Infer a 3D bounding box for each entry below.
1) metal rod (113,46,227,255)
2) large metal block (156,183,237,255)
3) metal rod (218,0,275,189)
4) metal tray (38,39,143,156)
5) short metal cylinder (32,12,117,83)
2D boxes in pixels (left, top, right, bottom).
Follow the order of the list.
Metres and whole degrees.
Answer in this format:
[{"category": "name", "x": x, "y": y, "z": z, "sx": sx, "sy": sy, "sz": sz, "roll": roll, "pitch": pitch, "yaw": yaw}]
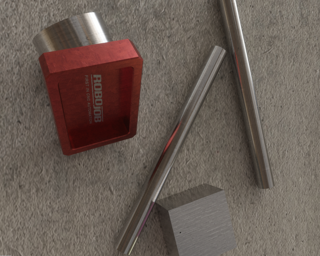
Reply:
[{"category": "metal rod", "x": 0.018, "y": 0.022, "z": 0.416, "sx": 0.025, "sy": 0.025, "sz": 0.299, "roll": 30, "pitch": 80, "yaw": -18}, {"category": "large metal block", "x": 0.047, "y": 0.128, "z": 0.415, "sx": 0.081, "sy": 0.050, "sz": 0.080, "roll": -15, "pitch": 96, "yaw": -20}, {"category": "metal rod", "x": 0.127, "y": -0.056, "z": 0.457, "sx": 0.025, "sy": 0.025, "sz": 0.298, "roll": -15, "pitch": 95, "yaw": -20}, {"category": "metal tray", "x": -0.070, "y": -0.028, "z": 0.333, "sx": 0.091, "sy": 0.129, "sz": 0.030, "roll": -16, "pitch": 56, "yaw": -20}, {"category": "short metal cylinder", "x": -0.092, "y": -0.087, "z": 0.346, "sx": 0.081, "sy": 0.080, "sz": 0.050, "roll": -27, "pitch": 99, "yaw": -18}]
